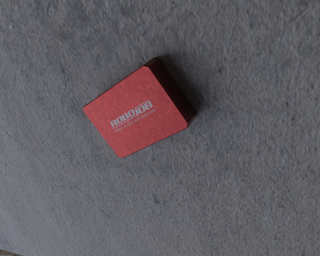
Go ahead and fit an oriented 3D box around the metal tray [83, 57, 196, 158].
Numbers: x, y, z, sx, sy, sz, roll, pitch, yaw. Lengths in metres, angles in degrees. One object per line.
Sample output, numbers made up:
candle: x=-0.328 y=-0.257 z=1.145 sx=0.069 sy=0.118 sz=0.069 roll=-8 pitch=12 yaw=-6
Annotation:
metal tray: x=-0.030 y=-0.021 z=0.405 sx=0.130 sy=0.030 sz=0.090 roll=-27 pitch=104 yaw=37
